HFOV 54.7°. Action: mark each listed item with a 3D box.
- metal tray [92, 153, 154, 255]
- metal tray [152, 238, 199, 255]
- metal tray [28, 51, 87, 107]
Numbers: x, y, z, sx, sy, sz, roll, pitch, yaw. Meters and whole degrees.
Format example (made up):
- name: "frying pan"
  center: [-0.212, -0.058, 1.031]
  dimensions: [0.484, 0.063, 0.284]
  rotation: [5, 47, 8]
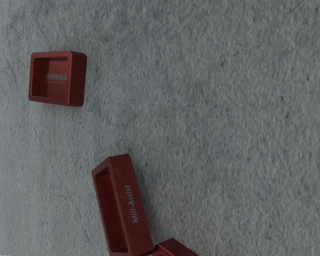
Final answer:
- name: "metal tray"
  center: [-0.055, 0.109, 0.423]
  dimensions: [0.090, 0.030, 0.129]
  rotation: [-37, 65, 57]
- name: "metal tray"
  center: [0.041, 0.204, 0.366]
  dimensions: [0.130, 0.030, 0.089]
  rotation: [23, 104, 37]
- name: "metal tray"
  center: [-0.185, -0.088, 0.550]
  dimensions: [0.130, 0.030, 0.089]
  rotation: [9, 96, 39]
